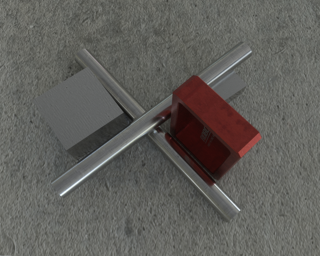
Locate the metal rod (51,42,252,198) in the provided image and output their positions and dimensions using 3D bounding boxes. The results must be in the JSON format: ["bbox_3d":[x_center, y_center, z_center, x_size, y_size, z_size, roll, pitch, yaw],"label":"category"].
[{"bbox_3d":[-0.001,-0.018,0.389,0.301,0.025,0.025,-37,75,-13],"label":"metal rod"}]

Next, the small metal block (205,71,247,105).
[{"bbox_3d":[0.083,-0.059,0.432,0.050,0.025,0.050,-34,74,-12],"label":"small metal block"}]

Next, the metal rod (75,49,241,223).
[{"bbox_3d":[-0.012,0.000,0.409,0.025,0.025,0.300,-40,75,-13],"label":"metal rod"}]

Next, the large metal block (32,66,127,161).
[{"bbox_3d":[-0.100,-0.018,0.400,0.080,0.050,0.080,-35,74,-12],"label":"large metal block"}]

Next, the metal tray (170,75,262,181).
[{"bbox_3d":[0.054,0.007,0.351,0.030,0.130,0.090,-41,75,-13],"label":"metal tray"}]
